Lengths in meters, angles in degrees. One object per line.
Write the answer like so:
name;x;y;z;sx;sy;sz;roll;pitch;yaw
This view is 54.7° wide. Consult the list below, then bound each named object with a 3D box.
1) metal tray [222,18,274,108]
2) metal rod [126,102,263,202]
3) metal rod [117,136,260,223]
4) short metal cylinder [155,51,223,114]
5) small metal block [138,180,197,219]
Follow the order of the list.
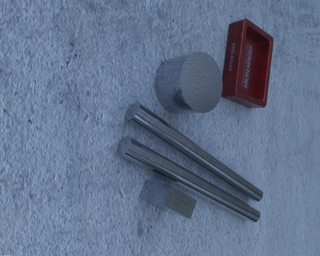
metal tray;0.150;-0.106;0.526;0.091;0.030;0.129;14;81;-39
metal rod;0.069;0.049;0.462;0.301;0.025;0.025;35;69;-35
metal rod;0.061;0.087;0.455;0.301;0.025;0.025;33;70;-35
short metal cylinder;0.040;-0.059;0.422;0.081;0.050;0.079;0;90;-40
small metal block;0.010;0.091;0.397;0.050;0.050;0.025;37;68;-34
